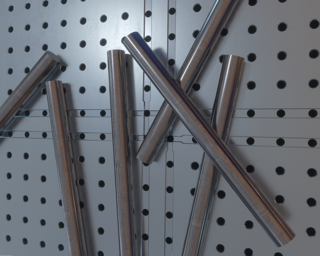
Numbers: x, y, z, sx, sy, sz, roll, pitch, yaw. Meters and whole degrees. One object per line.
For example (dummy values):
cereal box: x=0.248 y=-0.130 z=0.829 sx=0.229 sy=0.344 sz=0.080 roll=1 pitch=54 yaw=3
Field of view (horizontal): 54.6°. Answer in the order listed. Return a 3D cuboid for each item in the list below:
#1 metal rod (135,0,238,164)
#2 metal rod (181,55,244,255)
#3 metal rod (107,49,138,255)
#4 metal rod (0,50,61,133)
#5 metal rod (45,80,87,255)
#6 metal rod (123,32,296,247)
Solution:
metal rod: x=0.046 y=-0.088 z=0.396 sx=0.025 sy=0.025 sz=0.299 roll=30 pitch=100 yaw=17
metal rod: x=0.061 y=0.059 z=0.391 sx=0.025 sy=0.025 sz=0.298 roll=13 pitch=94 yaw=19
metal rod: x=-0.052 y=0.042 z=0.431 sx=0.025 sy=0.025 sz=0.298 roll=-4 pitch=89 yaw=20
metal rod: x=-0.266 y=-0.008 z=0.507 sx=0.299 sy=0.025 sz=0.025 roll=-44 pitch=76 yaw=14
metal rod: x=-0.137 y=0.078 z=0.461 sx=0.025 sy=0.025 sz=0.299 roll=-10 pitch=87 yaw=20
metal rod: x=0.050 y=0.004 z=0.367 sx=0.025 sy=0.025 sz=0.299 roll=-40 pitch=78 yaw=16
